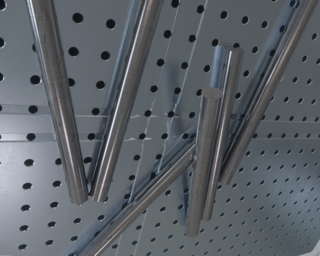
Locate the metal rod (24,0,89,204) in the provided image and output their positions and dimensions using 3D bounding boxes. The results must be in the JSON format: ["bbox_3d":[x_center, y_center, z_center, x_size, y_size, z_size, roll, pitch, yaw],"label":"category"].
[{"bbox_3d":[-0.108,-0.035,0.330,0.025,0.025,0.298,-14,124,-21],"label":"metal rod"}]

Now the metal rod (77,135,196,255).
[{"bbox_3d":[-0.038,0.121,0.464,0.300,0.025,0.025,-46,129,4],"label":"metal rod"}]

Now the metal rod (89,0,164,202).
[{"bbox_3d":[-0.041,-0.038,0.364,0.025,0.025,0.298,5,116,-31],"label":"metal rod"}]

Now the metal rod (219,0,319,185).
[{"bbox_3d":[0.153,-0.042,0.467,0.025,0.025,0.298,6,115,-31],"label":"metal rod"}]

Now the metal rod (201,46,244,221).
[{"bbox_3d":[0.087,0.027,0.474,0.025,0.025,0.298,-10,123,-23],"label":"metal rod"}]

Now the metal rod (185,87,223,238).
[{"bbox_3d":[0.059,0.072,0.459,0.025,0.025,0.298,-16,134,-19],"label":"metal rod"}]
